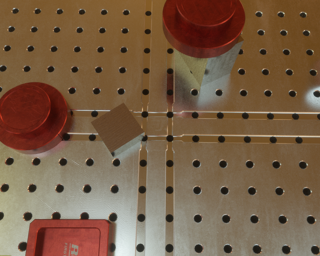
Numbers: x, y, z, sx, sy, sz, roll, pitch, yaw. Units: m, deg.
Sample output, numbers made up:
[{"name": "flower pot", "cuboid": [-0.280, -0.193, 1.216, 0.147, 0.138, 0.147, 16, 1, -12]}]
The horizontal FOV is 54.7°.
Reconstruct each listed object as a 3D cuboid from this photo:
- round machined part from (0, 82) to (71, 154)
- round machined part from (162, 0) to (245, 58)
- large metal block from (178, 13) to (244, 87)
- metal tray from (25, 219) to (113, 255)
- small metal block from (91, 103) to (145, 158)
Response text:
[{"name": "round machined part", "cuboid": [-0.172, -0.018, 0.408, 0.099, 0.042, 0.098, 0, 70, 0]}, {"name": "round machined part", "cuboid": [0.052, -0.136, 0.368, 0.099, 0.042, 0.098, 0, 70, 0]}, {"name": "large metal block", "cuboid": [0.062, -0.117, 0.425, 0.050, 0.080, 0.080, -26, 72, -9]}, {"name": "metal tray", "cuboid": [-0.103, 0.170, 0.345, 0.091, 0.030, 0.130, 0, 70, 0]}, {"name": "small metal block", "cuboid": [-0.055, 0.003, 0.410, 0.050, 0.025, 0.050, -33, 73, -11]}]
